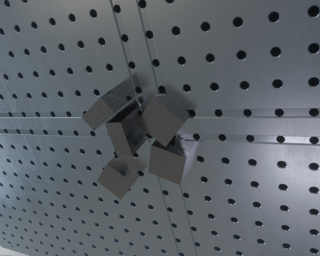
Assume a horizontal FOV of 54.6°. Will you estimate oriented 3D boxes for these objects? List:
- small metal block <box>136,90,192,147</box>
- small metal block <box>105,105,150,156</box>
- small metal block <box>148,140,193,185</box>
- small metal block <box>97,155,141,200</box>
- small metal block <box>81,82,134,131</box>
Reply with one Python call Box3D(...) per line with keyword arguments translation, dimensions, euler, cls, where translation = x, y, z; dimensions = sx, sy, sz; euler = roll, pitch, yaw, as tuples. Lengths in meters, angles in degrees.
Box3D(translation=(0.004, -0.012, 0.402), dimensions=(0.050, 0.025, 0.050), euler=(38, 129, 3), cls="small metal block")
Box3D(translation=(-0.043, 0.003, 0.420), dimensions=(0.025, 0.050, 0.050), euler=(-2, 117, 29), cls="small metal block")
Box3D(translation=(0.014, 0.045, 0.432), dimensions=(0.050, 0.025, 0.050), euler=(20, 126, 16), cls="small metal block")
Box3D(translation=(-0.066, 0.079, 0.496), dimensions=(0.050, 0.025, 0.050), euler=(37, 129, 3), cls="small metal block")
Box3D(translation=(-0.070, -0.029, 0.415), dimensions=(0.025, 0.050, 0.050), euler=(49, 129, -6), cls="small metal block")
